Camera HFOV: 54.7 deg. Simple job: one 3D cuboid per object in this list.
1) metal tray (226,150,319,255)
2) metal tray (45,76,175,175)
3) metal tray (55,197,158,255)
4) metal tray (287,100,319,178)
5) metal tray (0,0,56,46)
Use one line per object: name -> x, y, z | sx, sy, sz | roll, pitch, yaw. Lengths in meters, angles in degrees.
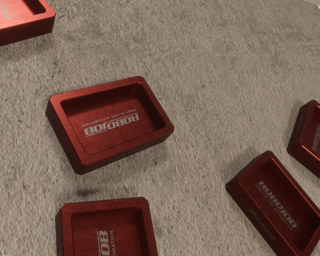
metal tray -> 0.162, 0.105, 0.425 | 0.091, 0.030, 0.130 | -30, 79, -38
metal tray -> -0.057, -0.009, 0.376 | 0.131, 0.030, 0.090 | -20, 73, -36
metal tray -> -0.047, 0.136, 0.293 | 0.091, 0.030, 0.130 | 2, 61, -28
metal tray -> 0.280, 0.020, 0.542 | 0.090, 0.030, 0.131 | 39, 51, -2
metal tray -> -0.208, -0.168, 0.391 | 0.091, 0.030, 0.130 | -34, 81, -38
